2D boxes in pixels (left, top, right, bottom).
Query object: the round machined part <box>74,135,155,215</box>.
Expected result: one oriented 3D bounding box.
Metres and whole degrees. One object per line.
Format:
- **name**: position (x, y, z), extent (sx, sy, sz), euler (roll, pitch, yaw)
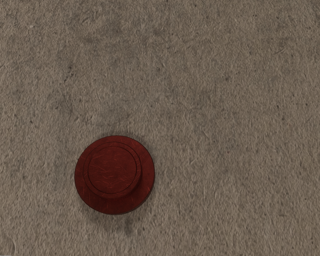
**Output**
- **round machined part**: position (-0.056, 0.055, 0.378), extent (0.099, 0.042, 0.098), euler (0, 70, -1)
